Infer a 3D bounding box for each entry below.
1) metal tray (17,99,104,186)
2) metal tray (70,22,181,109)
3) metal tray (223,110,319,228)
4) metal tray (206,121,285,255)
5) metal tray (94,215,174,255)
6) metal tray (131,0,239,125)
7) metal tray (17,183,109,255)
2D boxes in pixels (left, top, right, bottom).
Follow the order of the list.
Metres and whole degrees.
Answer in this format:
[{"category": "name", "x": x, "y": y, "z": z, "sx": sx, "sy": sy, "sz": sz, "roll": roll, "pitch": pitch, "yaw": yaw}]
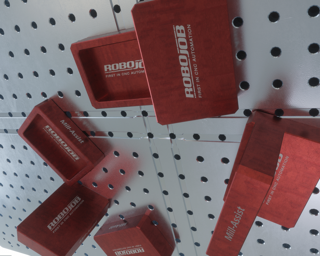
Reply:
[{"category": "metal tray", "x": -0.165, "y": 0.027, "z": 0.512, "sx": 0.130, "sy": 0.030, "sz": 0.090, "roll": 47, "pitch": 129, "yaw": -6}, {"category": "metal tray", "x": -0.040, "y": -0.073, "z": 0.383, "sx": 0.130, "sy": 0.030, "sz": 0.090, "roll": -2, "pitch": 118, "yaw": 29}, {"category": "metal tray", "x": 0.135, "y": 0.052, "z": 0.369, "sx": 0.090, "sy": 0.030, "sz": 0.129, "roll": 19, "pitch": 126, "yaw": 17}, {"category": "metal tray", "x": 0.088, "y": 0.069, "z": 0.325, "sx": 0.030, "sy": 0.090, "sz": 0.129, "roll": 21, "pitch": 126, "yaw": 16}, {"category": "metal tray", "x": -0.051, "y": 0.213, "z": 0.567, "sx": 0.130, "sy": 0.030, "sz": 0.090, "roll": -26, "pitch": 104, "yaw": 37}, {"category": "metal tray", "x": 0.029, "y": -0.072, "z": 0.327, "sx": 0.090, "sy": 0.030, "sz": 0.129, "roll": -9, "pitch": 116, "yaw": 7}, {"category": "metal tray", "x": -0.159, "y": 0.153, "z": 0.522, "sx": 0.090, "sy": 0.131, "sz": 0.030, "roll": 26, "pitch": 127, "yaw": 12}]
